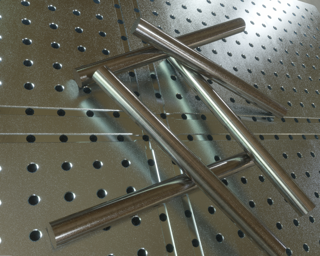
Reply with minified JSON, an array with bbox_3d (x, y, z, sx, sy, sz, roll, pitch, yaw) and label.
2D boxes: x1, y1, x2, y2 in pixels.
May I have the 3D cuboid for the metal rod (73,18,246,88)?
[{"bbox_3d":[0.016,-0.120,0.462,0.302,0.025,0.025,-25,76,-28],"label":"metal rod"}]

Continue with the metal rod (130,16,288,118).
[{"bbox_3d":[0.091,-0.081,0.474,0.302,0.025,0.025,23,52,-28],"label":"metal rod"}]

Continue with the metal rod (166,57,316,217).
[{"bbox_3d":[0.104,-0.006,0.445,0.025,0.025,0.300,-23,66,-36],"label":"metal rod"}]

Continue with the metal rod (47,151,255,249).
[{"bbox_3d":[0.020,0.072,0.376,0.303,0.025,0.025,-14,69,-34],"label":"metal rod"}]

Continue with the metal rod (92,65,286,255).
[{"bbox_3d":[0.031,0.037,0.370,0.300,0.025,0.025,45,51,5],"label":"metal rod"}]
